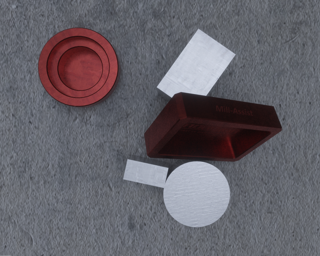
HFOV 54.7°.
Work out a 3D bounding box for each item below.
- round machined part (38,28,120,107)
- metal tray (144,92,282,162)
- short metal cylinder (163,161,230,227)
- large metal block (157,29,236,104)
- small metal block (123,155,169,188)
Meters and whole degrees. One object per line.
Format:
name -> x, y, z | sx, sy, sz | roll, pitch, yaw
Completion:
round machined part -> -0.100, -0.075, 0.400 | 0.099, 0.042, 0.097 | 0, 90, -1
metal tray -> 0.059, 0.004, 0.354 | 0.131, 0.090, 0.030 | 5, 58, -25
short metal cylinder -> 0.044, 0.080, 0.398 | 0.081, 0.050, 0.079 | 0, 90, -1
large metal block -> 0.041, -0.063, 0.383 | 0.050, 0.080, 0.080 | 35, 90, 1
small metal block -> -0.017, 0.054, 0.397 | 0.050, 0.050, 0.025 | 12, 91, 0
